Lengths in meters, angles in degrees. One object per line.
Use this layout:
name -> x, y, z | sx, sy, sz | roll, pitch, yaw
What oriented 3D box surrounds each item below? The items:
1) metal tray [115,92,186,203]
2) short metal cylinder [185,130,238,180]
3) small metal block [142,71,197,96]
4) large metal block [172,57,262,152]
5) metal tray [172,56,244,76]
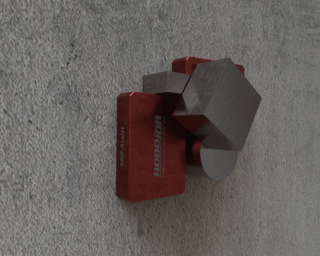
metal tray -> -0.010, 0.023, 0.396 | 0.091, 0.030, 0.129 | 1, 90, -40
short metal cylinder -> 0.068, 0.032, 0.446 | 0.081, 0.050, 0.080 | 0, 91, -39
small metal block -> 0.012, -0.055, 0.400 | 0.050, 0.050, 0.025 | 1, 90, -40
large metal block -> 0.073, -0.027, 0.384 | 0.080, 0.050, 0.080 | 40, 66, -33
metal tray -> 0.077, -0.054, 0.466 | 0.131, 0.030, 0.089 | -2, 92, -40
